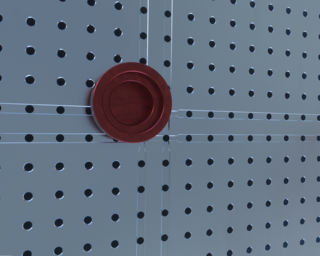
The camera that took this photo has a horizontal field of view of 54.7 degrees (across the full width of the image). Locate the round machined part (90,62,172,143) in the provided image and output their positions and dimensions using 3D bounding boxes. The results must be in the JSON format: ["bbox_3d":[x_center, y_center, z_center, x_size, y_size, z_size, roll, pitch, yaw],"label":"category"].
[{"bbox_3d":[-0.038,-0.031,0.390,0.099,0.042,0.097,0,90,-21],"label":"round machined part"}]
